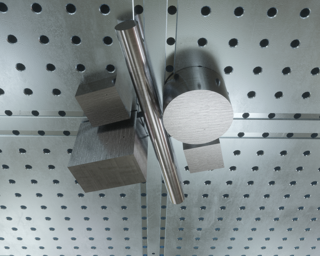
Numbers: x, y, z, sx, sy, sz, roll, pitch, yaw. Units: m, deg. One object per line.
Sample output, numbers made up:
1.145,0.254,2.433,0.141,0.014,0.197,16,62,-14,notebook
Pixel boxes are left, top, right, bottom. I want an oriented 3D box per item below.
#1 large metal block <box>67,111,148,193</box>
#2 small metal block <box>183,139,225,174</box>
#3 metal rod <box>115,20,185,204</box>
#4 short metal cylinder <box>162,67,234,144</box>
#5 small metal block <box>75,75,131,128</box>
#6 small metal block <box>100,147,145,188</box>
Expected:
-0.062,0.030,0.398,0.080,0.080,0.050,-12,129,9,large metal block
0.062,0.035,0.443,0.050,0.025,0.050,-11,130,9,small metal block
-0.003,0.004,0.415,0.025,0.025,0.298,-10,130,8,metal rod
0.043,-0.026,0.373,0.081,0.050,0.079,0,130,0,short metal cylinder
-0.068,-0.032,0.383,0.050,0.025,0.050,-14,129,10,small metal block
-0.055,0.059,0.461,0.050,0.025,0.050,-12,129,9,small metal block
